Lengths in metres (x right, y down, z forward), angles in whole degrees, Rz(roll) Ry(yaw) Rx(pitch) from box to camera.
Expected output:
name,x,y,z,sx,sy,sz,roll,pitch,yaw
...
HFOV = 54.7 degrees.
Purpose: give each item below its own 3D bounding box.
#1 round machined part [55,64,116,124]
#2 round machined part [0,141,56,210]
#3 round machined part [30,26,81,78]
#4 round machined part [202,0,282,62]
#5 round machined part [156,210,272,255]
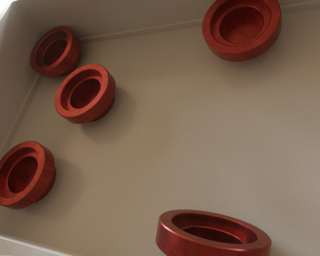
name,x,y,z,sx,sy,sz,roll,pitch,yaw
round machined part,-0.110,-0.048,0.483,0.098,0.042,0.098,-13,56,21
round machined part,-0.193,0.071,0.453,0.098,0.042,0.098,-13,56,21
round machined part,-0.186,-0.134,0.571,0.098,0.042,0.098,-11,63,23
round machined part,0.109,-0.131,0.410,0.098,0.042,0.098,-8,69,22
round machined part,0.045,0.108,0.275,0.098,0.098,0.042,9,90,32
